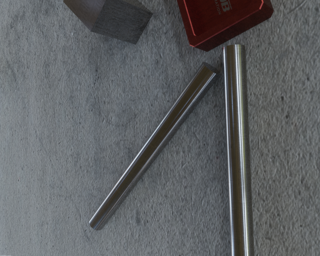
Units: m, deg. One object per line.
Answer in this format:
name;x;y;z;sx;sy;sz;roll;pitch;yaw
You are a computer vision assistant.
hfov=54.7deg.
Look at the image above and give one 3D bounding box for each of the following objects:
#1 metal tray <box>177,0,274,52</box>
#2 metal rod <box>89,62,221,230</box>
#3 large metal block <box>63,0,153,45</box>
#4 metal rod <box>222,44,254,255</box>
metal tray;0.062;-0.165;0.349;0.090;0.030;0.129;-23;76;37
metal rod;-0.020;0.040;0.419;0.025;0.025;0.298;51;119;28
large metal block;-0.071;-0.166;0.425;0.080;0.081;0.050;49;119;28
metal rod;0.085;0.062;0.333;0.025;0.025;0.298;-3;88;39
